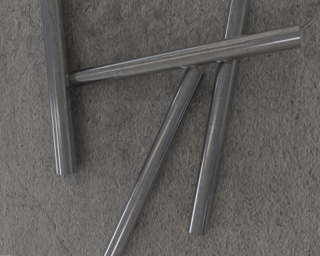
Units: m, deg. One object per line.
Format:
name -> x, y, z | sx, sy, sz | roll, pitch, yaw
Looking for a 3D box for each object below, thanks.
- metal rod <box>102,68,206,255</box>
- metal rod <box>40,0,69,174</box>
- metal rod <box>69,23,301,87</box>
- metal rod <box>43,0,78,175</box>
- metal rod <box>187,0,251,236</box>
metal rod -> -0.015, 0.061, 0.413 | 0.025, 0.025, 0.298 | 27, 99, 18
metal rod -> -0.156, -0.083, 0.464 | 0.025, 0.025, 0.298 | -7, 88, 20
metal rod -> 0.011, -0.084, 0.386 | 0.300, 0.025, 0.025 | -5, 88, 26
metal rod -> -0.144, -0.084, 0.441 | 0.025, 0.025, 0.298 | -7, 88, 20
metal rod -> 0.072, -0.016, 0.383 | 0.025, 0.025, 0.298 | 11, 94, 19
